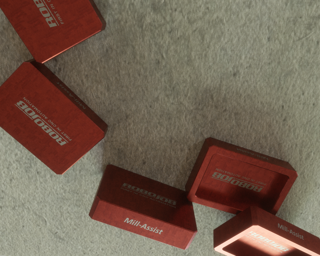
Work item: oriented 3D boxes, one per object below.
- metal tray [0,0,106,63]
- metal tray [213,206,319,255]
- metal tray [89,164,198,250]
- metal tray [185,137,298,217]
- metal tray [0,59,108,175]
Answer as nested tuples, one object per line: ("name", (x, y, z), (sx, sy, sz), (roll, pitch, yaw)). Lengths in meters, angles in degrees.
("metal tray", (-0.133, -0.151, 0.349), (0.090, 0.030, 0.130), (-27, 108, 9))
("metal tray", (0.155, 0.168, 0.449), (0.131, 0.030, 0.090), (28, 129, -16))
("metal tray", (-0.020, 0.101, 0.412), (0.131, 0.090, 0.030), (21, 109, -8))
("metal tray", (0.112, 0.075, 0.436), (0.131, 0.030, 0.089), (18, 109, -7))
("metal tray", (-0.145, -0.012, 0.401), (0.090, 0.030, 0.130), (-41, 106, 13))
